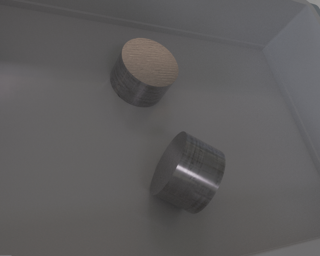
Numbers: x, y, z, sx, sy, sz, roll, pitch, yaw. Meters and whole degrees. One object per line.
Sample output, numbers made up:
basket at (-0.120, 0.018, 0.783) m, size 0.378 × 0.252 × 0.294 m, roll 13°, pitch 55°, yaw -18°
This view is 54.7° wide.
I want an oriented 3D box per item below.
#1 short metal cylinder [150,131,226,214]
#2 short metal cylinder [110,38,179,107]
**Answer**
short metal cylinder at (0.031, 0.051, 0.356) m, size 0.050 × 0.080 × 0.080 m, roll 28°, pitch 52°, yaw -11°
short metal cylinder at (-0.022, -0.075, 0.423) m, size 0.081 × 0.050 × 0.080 m, roll 14°, pitch 56°, yaw -21°
